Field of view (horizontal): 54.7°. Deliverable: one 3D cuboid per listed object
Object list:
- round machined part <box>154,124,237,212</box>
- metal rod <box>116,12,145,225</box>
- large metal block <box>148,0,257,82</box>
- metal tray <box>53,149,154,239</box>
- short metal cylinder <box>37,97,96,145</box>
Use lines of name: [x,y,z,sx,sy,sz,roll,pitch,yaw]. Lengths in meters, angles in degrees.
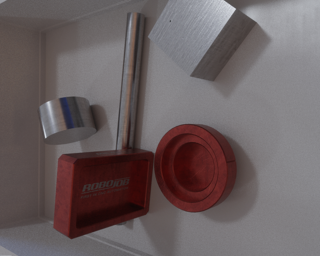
round machined part: [0.044,0.044,0.358,0.098,0.042,0.097,0,90,39]
metal rod: [-0.047,-0.010,0.443,0.025,0.025,0.298,9,96,39]
large metal block: [0.045,-0.111,0.352,0.080,0.050,0.080,49,119,28]
metal tray: [-0.065,0.075,0.390,0.030,0.131,0.089,9,96,39]
short metal cylinder: [-0.146,-0.010,0.489,0.080,0.081,0.050,-27,73,36]
